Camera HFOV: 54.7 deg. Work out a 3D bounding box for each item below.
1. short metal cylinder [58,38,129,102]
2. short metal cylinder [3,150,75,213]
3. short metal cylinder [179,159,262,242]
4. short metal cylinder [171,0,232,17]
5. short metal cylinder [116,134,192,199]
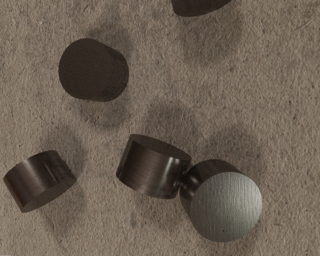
[{"bbox_3d":[-0.090,-0.077,0.426,0.080,0.050,0.079,0,90,19],"label":"short metal cylinder"},{"bbox_3d":[-0.169,0.075,0.438,0.080,0.080,0.050,-39,78,15],"label":"short metal cylinder"},{"bbox_3d":[0.067,0.081,0.354,0.081,0.050,0.079,-2,100,-9],"label":"short metal cylinder"},{"bbox_3d":[0.048,-0.173,0.362,0.080,0.080,0.050,-17,85,19],"label":"short metal cylinder"},{"bbox_3d":[-0.008,0.046,0.382,0.080,0.080,0.050,24,98,18],"label":"short metal cylinder"}]
